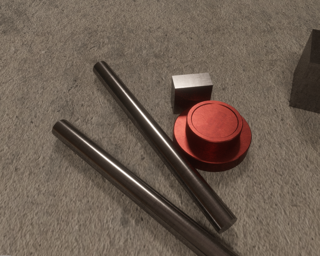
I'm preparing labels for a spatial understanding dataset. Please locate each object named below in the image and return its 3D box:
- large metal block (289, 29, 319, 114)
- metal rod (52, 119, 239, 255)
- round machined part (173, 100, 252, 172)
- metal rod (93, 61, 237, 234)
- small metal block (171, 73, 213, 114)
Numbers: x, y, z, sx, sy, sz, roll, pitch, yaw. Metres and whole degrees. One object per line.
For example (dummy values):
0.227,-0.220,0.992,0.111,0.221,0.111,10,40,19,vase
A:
0.225,-0.079,0.437,0.050,0.080,0.080,16,52,13,large metal block
-0.016,0.075,0.339,0.300,0.025,0.025,34,58,25,metal rod
0.066,0.003,0.390,0.099,0.042,0.098,0,50,0,round machined part
-0.011,0.004,0.399,0.025,0.025,0.300,-26,55,-21,metal rod
0.042,-0.047,0.427,0.050,0.050,0.025,-6,51,-6,small metal block
